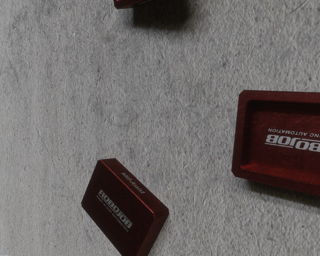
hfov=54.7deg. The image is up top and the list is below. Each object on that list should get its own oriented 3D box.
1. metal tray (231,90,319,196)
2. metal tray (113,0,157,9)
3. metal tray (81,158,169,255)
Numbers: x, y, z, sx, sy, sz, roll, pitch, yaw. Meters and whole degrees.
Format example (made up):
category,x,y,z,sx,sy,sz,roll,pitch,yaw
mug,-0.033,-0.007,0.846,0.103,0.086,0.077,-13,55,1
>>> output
category,x,y,z,sx,sy,sz,roll,pitch,yaw
metal tray,0.136,0.012,0.288,0.130,0.030,0.089,8,95,39
metal tray,-0.021,-0.205,0.382,0.130,0.030,0.089,12,117,53
metal tray,-0.056,0.115,0.448,0.130,0.030,0.089,37,113,33
